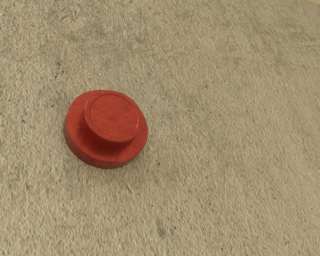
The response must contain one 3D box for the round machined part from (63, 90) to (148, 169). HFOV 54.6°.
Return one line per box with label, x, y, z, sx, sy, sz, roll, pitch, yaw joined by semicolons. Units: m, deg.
round machined part;-0.059;-0.005;0.364;0.099;0.042;0.098;13;56;-21
